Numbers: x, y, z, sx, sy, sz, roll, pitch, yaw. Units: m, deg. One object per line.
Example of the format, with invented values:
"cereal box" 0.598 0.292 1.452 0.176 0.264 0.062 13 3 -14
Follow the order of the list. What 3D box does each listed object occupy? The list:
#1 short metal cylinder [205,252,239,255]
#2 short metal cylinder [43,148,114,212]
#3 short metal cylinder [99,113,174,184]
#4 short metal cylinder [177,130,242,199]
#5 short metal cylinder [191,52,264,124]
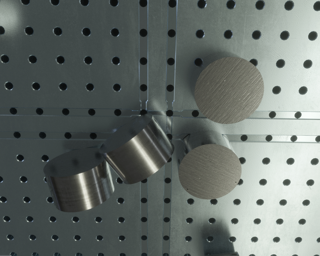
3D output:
"short metal cylinder" 0.100 0.233 0.471 0.050 0.080 0.079 -8 110 3
"short metal cylinder" -0.105 0.066 0.407 0.080 0.080 0.050 -8 110 3
"short metal cylinder" -0.029 0.025 0.393 0.080 0.080 0.050 -31 107 11
"short metal cylinder" 0.064 0.048 0.418 0.081 0.050 0.079 0 110 0
"short metal cylinder" 0.080 -0.051 0.382 0.081 0.050 0.079 0 110 0
